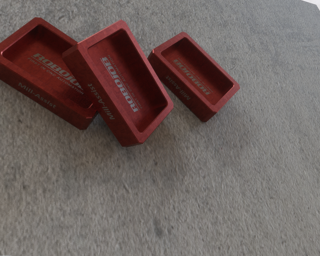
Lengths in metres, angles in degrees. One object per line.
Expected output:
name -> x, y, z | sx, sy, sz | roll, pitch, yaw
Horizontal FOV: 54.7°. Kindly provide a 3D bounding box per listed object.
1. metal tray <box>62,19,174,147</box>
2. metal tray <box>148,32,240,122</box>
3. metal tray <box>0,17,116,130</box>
metal tray -> -0.044, -0.053, 0.373 | 0.130, 0.030, 0.090 | 58, 43, -18
metal tray -> 0.052, -0.082, 0.480 | 0.130, 0.030, 0.090 | 45, 51, 3
metal tray -> -0.121, -0.068, 0.377 | 0.130, 0.030, 0.090 | 33, 51, -7
